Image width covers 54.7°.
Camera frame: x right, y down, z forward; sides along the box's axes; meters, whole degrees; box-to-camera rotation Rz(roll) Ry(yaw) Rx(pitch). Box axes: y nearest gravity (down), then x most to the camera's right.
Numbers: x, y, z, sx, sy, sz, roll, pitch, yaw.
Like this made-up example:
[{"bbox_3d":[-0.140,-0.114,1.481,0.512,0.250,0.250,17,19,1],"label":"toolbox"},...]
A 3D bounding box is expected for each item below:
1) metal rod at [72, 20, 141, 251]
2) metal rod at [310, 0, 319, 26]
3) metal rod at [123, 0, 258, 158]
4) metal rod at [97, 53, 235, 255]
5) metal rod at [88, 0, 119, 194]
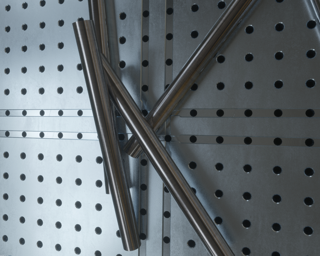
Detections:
[{"bbox_3d":[-0.065,0.018,0.396,0.025,0.025,0.298,-6,102,19],"label":"metal rod"},{"bbox_3d":[0.198,-0.100,0.343,0.025,0.025,0.299,-20,84,18],"label":"metal rod"},{"bbox_3d":[0.048,-0.083,0.395,0.025,0.025,0.299,40,102,15],"label":"metal rod"},{"bbox_3d":[-0.003,0.033,0.387,0.025,0.025,0.299,-36,81,16],"label":"metal rod"},{"bbox_3d":[-0.078,-0.058,0.438,0.025,0.025,0.298,-6,88,19],"label":"metal rod"}]
